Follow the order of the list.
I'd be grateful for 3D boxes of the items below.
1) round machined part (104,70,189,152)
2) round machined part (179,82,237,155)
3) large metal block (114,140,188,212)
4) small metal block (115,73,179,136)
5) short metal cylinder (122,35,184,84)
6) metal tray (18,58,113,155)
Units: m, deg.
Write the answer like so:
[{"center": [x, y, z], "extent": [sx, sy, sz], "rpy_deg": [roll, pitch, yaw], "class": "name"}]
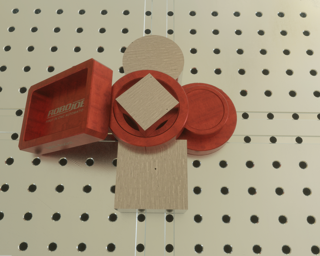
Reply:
[{"center": [-0.016, -0.018, 0.378], "extent": [0.099, 0.042, 0.098], "rpy_deg": [0, 70, 0], "class": "round machined part"}, {"center": [0.052, -0.017, 0.408], "extent": [0.099, 0.042, 0.098], "rpy_deg": [0, 70, 0], "class": "round machined part"}, {"center": [-0.009, 0.059, 0.374], "extent": [0.080, 0.050, 0.080], "rpy_deg": [1, 70, 0], "class": "large metal block"}, {"center": [-0.014, -0.026, 0.355], "extent": [0.050, 0.025, 0.050], "rpy_deg": [-40, 75, -13], "class": "small metal block"}, {"center": [-0.009, -0.079, 0.427], "extent": [0.081, 0.050, 0.080], "rpy_deg": [0, 70, 0], "class": "short metal cylinder"}, {"center": [-0.117, -0.022, 0.378], "extent": [0.130, 0.030, 0.090], "rpy_deg": [-13, 66, 34], "class": "metal tray"}]
